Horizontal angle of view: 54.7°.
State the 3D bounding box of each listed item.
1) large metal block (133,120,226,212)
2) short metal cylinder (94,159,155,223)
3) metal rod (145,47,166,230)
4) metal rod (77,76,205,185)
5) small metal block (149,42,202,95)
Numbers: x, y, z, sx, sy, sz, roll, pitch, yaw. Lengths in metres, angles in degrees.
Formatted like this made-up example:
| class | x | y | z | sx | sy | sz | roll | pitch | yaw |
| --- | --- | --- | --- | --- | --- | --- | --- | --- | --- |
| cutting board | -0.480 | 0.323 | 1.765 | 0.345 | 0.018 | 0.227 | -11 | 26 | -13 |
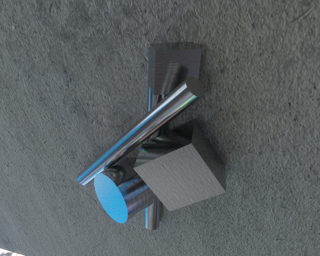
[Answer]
| class | x | y | z | sx | sy | sz | roll | pitch | yaw |
| --- | --- | --- | --- | --- | --- | --- | --- | --- | --- |
| large metal block | 0.027 | 0.049 | 0.389 | 0.080 | 0.050 | 0.080 | -26 | 114 | 24 |
| short metal cylinder | -0.054 | 0.093 | 0.462 | 0.080 | 0.050 | 0.079 | 27 | 129 | 39 |
| metal rod | -0.007 | 0.035 | 0.433 | 0.025 | 0.025 | 0.298 | 16 | 125 | 19 |
| metal rod | -0.047 | 0.022 | 0.424 | 0.025 | 0.025 | 0.299 | 47 | 136 | -5 |
| small metal block | 0.016 | -0.066 | 0.343 | 0.050 | 0.025 | 0.050 | -6 | 123 | -14 |
